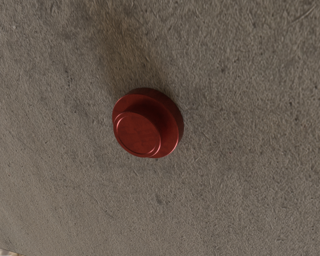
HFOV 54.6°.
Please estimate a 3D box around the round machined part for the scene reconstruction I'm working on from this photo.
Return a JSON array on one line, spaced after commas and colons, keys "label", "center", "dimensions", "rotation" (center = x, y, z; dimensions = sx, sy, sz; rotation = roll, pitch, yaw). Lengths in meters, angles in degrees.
[{"label": "round machined part", "center": [-0.022, 0.000, 0.408], "dimensions": [0.098, 0.042, 0.097], "rotation": [13, 124, 21]}]
